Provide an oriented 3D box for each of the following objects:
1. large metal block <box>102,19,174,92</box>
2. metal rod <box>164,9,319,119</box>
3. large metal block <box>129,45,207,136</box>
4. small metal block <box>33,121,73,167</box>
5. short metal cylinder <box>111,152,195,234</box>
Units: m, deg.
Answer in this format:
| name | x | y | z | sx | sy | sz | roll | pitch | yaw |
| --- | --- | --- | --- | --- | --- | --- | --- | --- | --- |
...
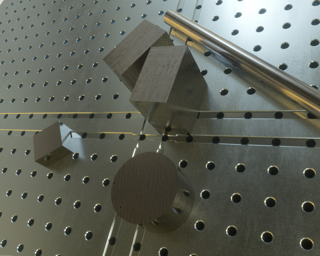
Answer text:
| name | x | y | z | sx | sy | sz | roll | pitch | yaw |
| --- | --- | --- | --- | --- | --- | --- | --- | --- | --- |
| large metal block | -0.018 | -0.089 | 0.436 | 0.080 | 0.080 | 0.050 | -45 | 51 | -3 |
| metal rod | 0.099 | -0.099 | 0.416 | 0.025 | 0.025 | 0.300 | -43 | 51 | -2 |
| large metal block | 0.015 | -0.046 | 0.392 | 0.050 | 0.080 | 0.080 | 6 | 65 | 30 |
| small metal block | -0.165 | 0.025 | 0.478 | 0.050 | 0.025 | 0.050 | -29 | 52 | 9 |
| short metal cylinder | -0.007 | 0.073 | 0.350 | 0.080 | 0.050 | 0.080 | -13 | 56 | 20 |
